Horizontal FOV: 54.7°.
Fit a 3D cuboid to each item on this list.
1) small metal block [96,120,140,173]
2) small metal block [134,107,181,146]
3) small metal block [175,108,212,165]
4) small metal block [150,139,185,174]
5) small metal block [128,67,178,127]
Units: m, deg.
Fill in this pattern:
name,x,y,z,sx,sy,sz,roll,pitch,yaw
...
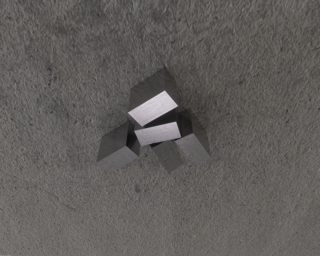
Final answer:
name,x,y,z,sx,sy,sz,roll,pitch,yaw
small metal block,-0.054,0.024,0.411,0.050,0.050,0.025,-30,124,23
small metal block,-0.002,-0.009,0.383,0.050,0.050,0.025,-12,128,10
small metal block,0.041,0.011,0.400,0.025,0.050,0.050,-25,126,20
small metal block,0.002,0.024,0.407,0.025,0.050,0.050,-34,127,-3
small metal block,-0.008,-0.037,0.359,0.050,0.050,0.025,-29,125,22
